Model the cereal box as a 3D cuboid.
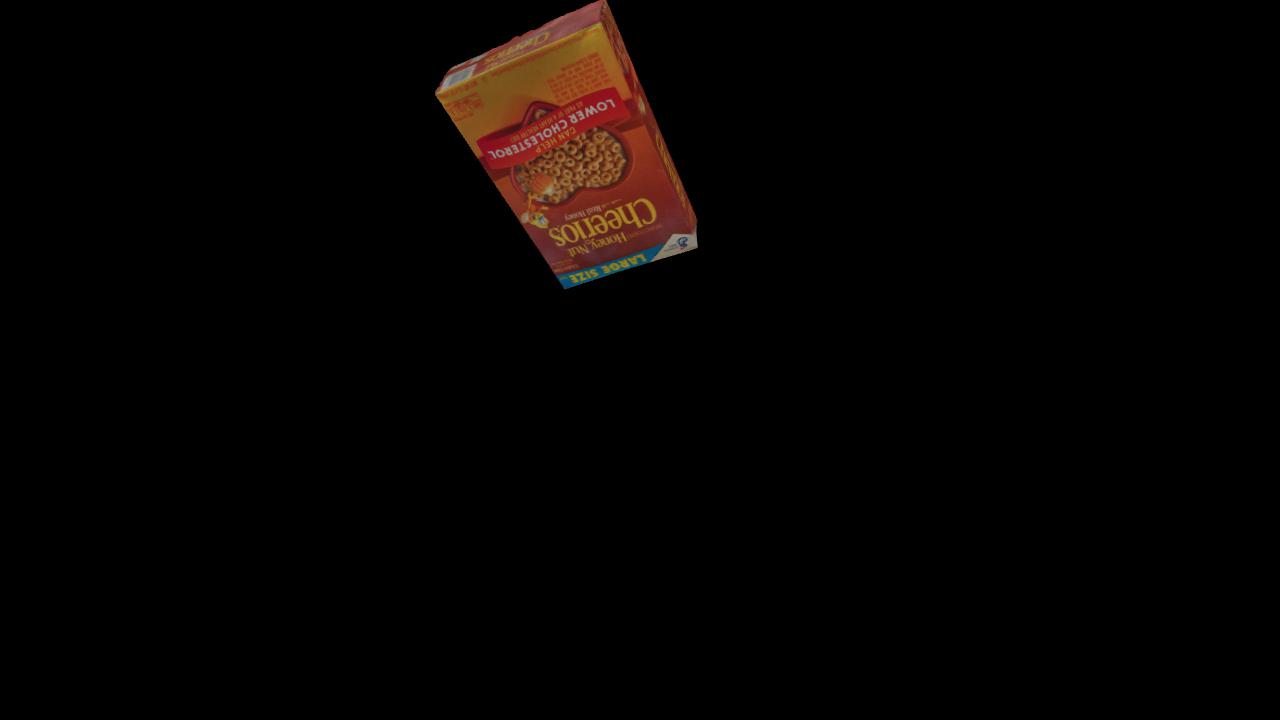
[{"bbox_3d":[-0.071,-0.238,0.753,0.203,0.081,0.306,-13,-44,18],"label":"cereal box"}]
